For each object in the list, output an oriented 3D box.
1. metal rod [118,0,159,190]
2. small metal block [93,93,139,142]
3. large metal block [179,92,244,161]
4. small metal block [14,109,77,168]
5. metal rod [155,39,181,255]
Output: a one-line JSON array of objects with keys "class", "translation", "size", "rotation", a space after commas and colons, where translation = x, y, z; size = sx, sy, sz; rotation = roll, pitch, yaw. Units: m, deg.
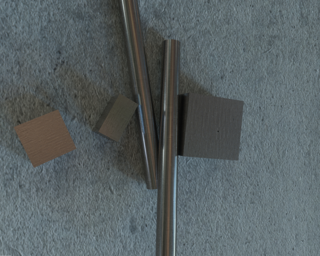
[{"class": "metal rod", "translation": [-0.027, -0.070, 0.399], "size": [0.025, 0.025, 0.298], "rotation": [-10, 93, -20]}, {"class": "small metal block", "translation": [-0.055, -0.012, 0.376], "size": [0.025, 0.050, 0.050], "rotation": [31, 80, -18]}, {"class": "large metal block", "translation": [0.061, -0.001, 0.420], "size": [0.081, 0.050, 0.080], "rotation": [6, 88, -20]}, {"class": "small metal block", "translation": [-0.133, 0.011, 0.360], "size": [0.050, 0.025, 0.050], "rotation": [-25, 99, -19]}, {"class": "metal rod", "translation": [0.011, 0.033, 0.392], "size": [0.025, 0.025, 0.298], "rotation": [5, 80, -20]}]
